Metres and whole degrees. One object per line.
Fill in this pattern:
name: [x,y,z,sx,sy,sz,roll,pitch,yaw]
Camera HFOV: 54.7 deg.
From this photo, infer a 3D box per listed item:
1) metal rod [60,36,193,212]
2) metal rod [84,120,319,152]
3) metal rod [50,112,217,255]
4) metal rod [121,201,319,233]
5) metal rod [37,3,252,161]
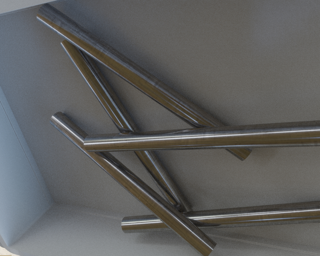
metal rod: [-0.040,0.008,0.434,0.025,0.025,0.299,-23,106,36]
metal rod: [0.029,0.013,0.365,0.300,0.025,0.025,-4,117,31]
metal rod: [-0.048,0.072,0.443,0.300,0.025,0.025,37,130,17]
metal rod: [0.080,0.122,0.418,0.300,0.025,0.025,-12,112,25]
metal rod: [-0.018,-0.056,0.375,0.301,0.025,0.025,35,129,2]
